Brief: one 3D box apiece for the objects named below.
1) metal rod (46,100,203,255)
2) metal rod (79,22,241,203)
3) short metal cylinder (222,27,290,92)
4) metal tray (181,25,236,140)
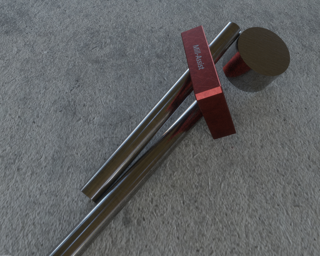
[{"bbox_3d":[-0.035,0.064,0.348,0.025,0.025,0.301,30,56,22],"label":"metal rod"},{"bbox_3d":[0.013,-0.032,0.390,0.025,0.025,0.301,32,69,23],"label":"metal rod"},{"bbox_3d":[0.139,-0.099,0.453,0.081,0.050,0.080,5,69,-13],"label":"short metal cylinder"},{"bbox_3d":[0.063,-0.061,0.409,0.030,0.090,0.130,-18,49,13],"label":"metal tray"}]
